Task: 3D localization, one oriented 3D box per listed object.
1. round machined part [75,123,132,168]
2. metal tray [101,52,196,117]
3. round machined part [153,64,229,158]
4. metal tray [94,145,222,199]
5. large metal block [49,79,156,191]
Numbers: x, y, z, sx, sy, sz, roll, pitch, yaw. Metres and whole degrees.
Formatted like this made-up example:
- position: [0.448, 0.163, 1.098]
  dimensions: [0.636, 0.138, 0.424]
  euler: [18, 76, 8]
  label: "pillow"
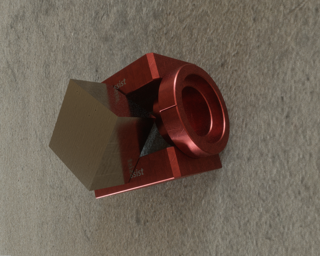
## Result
- position: [-0.067, 0.023, 0.411]
  dimensions: [0.042, 0.099, 0.098]
  euler: [-20, 78, 38]
  label: "round machined part"
- position: [-0.026, -0.044, 0.385]
  dimensions: [0.130, 0.091, 0.030]
  euler: [-23, 76, 37]
  label: "metal tray"
- position: [0.030, -0.015, 0.332]
  dimensions: [0.042, 0.099, 0.098]
  euler: [-20, 78, 38]
  label: "round machined part"
- position: [-0.006, 0.051, 0.365]
  dimensions: [0.130, 0.091, 0.030]
  euler: [-22, 76, 37]
  label: "metal tray"
- position: [-0.062, 0.005, 0.319]
  dimensions: [0.080, 0.050, 0.079]
  euler: [36, 112, 33]
  label: "large metal block"
